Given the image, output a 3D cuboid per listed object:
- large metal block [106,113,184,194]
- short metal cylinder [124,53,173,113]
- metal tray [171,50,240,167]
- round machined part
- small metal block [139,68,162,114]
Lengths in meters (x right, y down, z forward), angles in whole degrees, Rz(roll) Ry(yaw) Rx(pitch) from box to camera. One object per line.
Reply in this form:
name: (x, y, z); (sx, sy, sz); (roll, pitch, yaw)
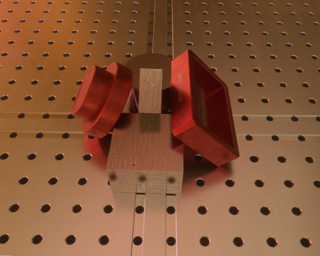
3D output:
large metal block: (-0.014, 0.029, 0.366); (0.080, 0.050, 0.080); (2, 50, 1)
short metal cylinder: (-0.011, -0.062, 0.442); (0.080, 0.050, 0.080); (0, 50, 0)
metal tray: (0.055, -0.027, 0.390); (0.030, 0.090, 0.130); (-30, 40, 32)
round machined part: (-0.077, -0.039, 0.387); (0.042, 0.098, 0.098); (24, 45, -24)
small metal block: (-0.012, -0.043, 0.372); (0.025, 0.050, 0.050); (2, 92, -2)
